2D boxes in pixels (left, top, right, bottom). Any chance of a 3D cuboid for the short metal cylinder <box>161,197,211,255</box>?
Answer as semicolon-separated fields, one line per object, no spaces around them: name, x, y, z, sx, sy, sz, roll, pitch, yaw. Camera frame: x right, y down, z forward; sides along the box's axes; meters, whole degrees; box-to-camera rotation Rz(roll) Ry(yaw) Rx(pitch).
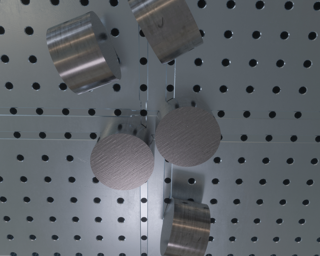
short metal cylinder;0.034;0.143;0.437;0.050;0.080;0.079;13;110;-5

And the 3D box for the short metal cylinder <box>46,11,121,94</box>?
short metal cylinder;-0.084;-0.084;0.352;0.050;0.080;0.080;-19;109;7

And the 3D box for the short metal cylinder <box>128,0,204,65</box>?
short metal cylinder;0.007;-0.117;0.341;0.050;0.080;0.080;-27;108;10

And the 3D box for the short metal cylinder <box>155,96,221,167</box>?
short metal cylinder;0.034;0.003;0.401;0.081;0.050;0.079;0;110;0

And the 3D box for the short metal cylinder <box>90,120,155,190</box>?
short metal cylinder;-0.047;0.035;0.412;0.081;0.050;0.079;0;110;0
